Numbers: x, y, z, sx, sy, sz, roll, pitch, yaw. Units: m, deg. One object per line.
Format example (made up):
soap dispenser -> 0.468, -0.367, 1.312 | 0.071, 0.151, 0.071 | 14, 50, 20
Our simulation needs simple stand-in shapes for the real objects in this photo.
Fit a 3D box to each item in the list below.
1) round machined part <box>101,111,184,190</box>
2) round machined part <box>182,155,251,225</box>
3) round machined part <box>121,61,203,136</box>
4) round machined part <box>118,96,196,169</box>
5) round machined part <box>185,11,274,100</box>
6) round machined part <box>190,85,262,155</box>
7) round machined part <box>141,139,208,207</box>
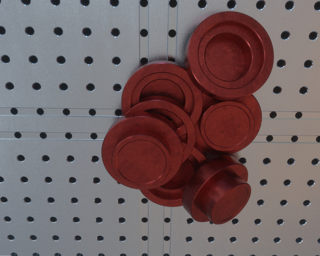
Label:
round machined part -> -0.021, 0.032, 0.371 | 0.099, 0.042, 0.097 | 0, 110, 0
round machined part -> 0.081, 0.088, 0.411 | 0.099, 0.042, 0.097 | -20, 130, -26
round machined part -> 0.003, -0.036, 0.391 | 0.099, 0.042, 0.097 | 0, 110, 0
round machined part -> -0.004, 0.005, 0.406 | 0.099, 0.042, 0.097 | 0, 110, 0
round machined part -> 0.077, -0.081, 0.363 | 0.099, 0.042, 0.097 | 0, 89, -7
round machined part -> 0.083, -0.008, 0.401 | 0.099, 0.042, 0.097 | 0, 110, 0
round machined part -> 0.017, 0.055, 0.425 | 0.099, 0.042, 0.097 | 0, 110, 0
